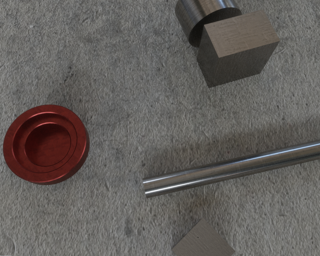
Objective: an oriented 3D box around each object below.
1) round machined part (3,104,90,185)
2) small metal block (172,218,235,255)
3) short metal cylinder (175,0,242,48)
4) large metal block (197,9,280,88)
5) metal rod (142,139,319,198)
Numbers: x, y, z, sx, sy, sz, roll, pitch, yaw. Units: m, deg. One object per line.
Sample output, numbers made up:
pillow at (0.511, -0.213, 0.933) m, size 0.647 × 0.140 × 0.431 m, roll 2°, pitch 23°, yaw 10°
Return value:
round machined part at (-0.138, 0.023, 0.389) m, size 0.099 × 0.042 × 0.098 m, roll 0°, pitch 70°, yaw -1°
small metal block at (0.049, 0.141, 0.357) m, size 0.050 × 0.025 × 0.050 m, roll -42°, pitch 76°, yaw -14°
short metal cylinder at (0.068, -0.160, 0.438) m, size 0.080 × 0.080 × 0.050 m, roll -20°, pitch 72°, yaw -7°
large metal block at (0.100, -0.104, 0.418) m, size 0.081 × 0.080 × 0.050 m, roll -17°, pitch 71°, yaw -6°
metal rod at (0.128, 0.044, 0.393) m, size 0.302 × 0.025 × 0.025 m, roll -12°, pitch 71°, yaw -5°
